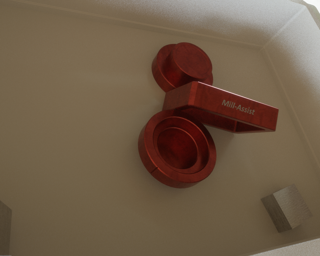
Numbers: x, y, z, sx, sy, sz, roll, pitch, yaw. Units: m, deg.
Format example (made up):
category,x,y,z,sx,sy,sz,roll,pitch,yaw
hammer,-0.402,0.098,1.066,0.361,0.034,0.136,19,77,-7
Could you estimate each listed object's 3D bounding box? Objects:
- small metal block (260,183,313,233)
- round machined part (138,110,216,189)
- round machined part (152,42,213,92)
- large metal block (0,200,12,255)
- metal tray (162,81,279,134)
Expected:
category,x,y,z,sx,sy,sz,roll,pitch,yaw
small metal block,0.179,0.112,0.436,0.050,0.025,0.050,-13,68,-34
round machined part,0.018,0.029,0.388,0.099,0.042,0.098,14,56,-21
round machined part,0.041,-0.092,0.475,0.099,0.042,0.098,14,56,-21
large metal block,-0.162,0.099,0.227,0.081,0.050,0.080,-5,61,-10
metal tray,0.080,-0.023,0.420,0.131,0.090,0.030,15,82,-20
